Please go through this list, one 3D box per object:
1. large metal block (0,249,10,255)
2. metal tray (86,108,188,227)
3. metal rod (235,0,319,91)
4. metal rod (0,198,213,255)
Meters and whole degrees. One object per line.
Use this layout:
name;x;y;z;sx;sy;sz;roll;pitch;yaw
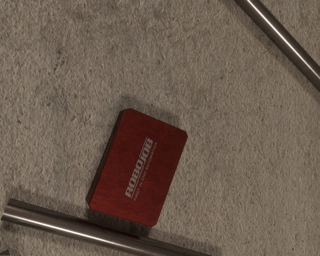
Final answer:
large metal block;-0.190;0.192;0.326;0.081;0.050;0.080;-21;97;-19
metal tray;-0.028;0.050;0.397;0.091;0.030;0.130;23;82;-19
metal rod;0.177;-0.150;0.475;0.301;0.025;0.025;39;77;-16
metal rod;-0.041;0.146;0.394;0.302;0.025;0.025;23;82;-19
